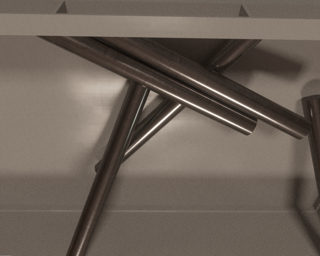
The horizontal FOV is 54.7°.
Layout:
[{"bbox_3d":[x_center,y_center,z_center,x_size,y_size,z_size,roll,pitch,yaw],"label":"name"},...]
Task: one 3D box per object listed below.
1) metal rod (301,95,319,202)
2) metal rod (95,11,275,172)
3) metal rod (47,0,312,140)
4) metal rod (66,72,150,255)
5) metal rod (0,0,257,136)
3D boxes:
[{"bbox_3d":[0.230,0.102,0.417,0.025,0.025,0.298,-14,103,11],"label":"metal rod"},{"bbox_3d":[0.011,-0.024,0.389,0.025,0.025,0.299,33,122,-25],"label":"metal rod"},{"bbox_3d":[0.030,-0.061,0.329,0.301,0.025,0.025,25,126,-10],"label":"metal rod"},{"bbox_3d":[-0.073,0.069,0.403,0.025,0.025,0.298,18,108,-15],"label":"metal rod"},{"bbox_3d":[-0.029,-0.063,0.332,0.302,0.025,0.025,24,126,-11],"label":"metal rod"}]
